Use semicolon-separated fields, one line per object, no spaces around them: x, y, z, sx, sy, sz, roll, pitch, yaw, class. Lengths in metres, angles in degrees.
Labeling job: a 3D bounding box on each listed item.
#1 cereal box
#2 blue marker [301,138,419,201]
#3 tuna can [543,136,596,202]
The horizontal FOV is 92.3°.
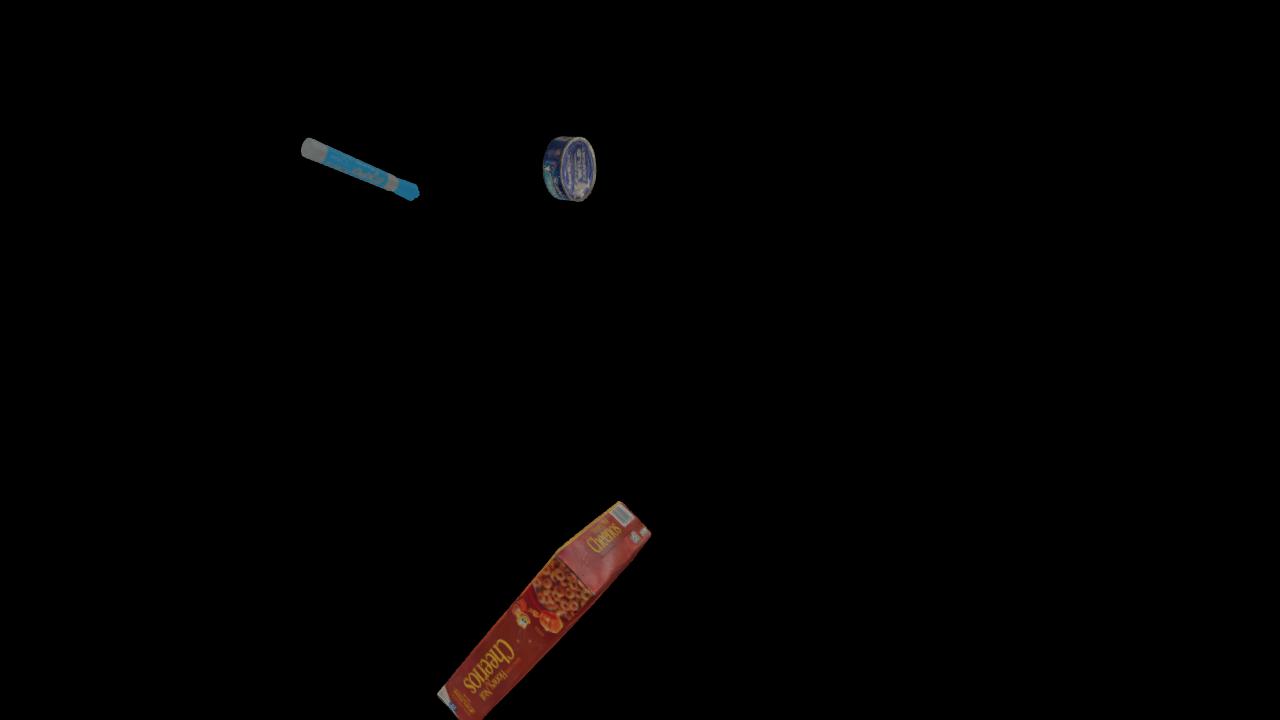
-0.131;0.354;0.870;0.081;0.306;0.203;43;20;12;cereal box
-0.272;-0.186;0.612;0.020;0.020;0.121;0;-8;33;blue marker
-0.095;-0.258;0.831;0.034;0.084;0.084;12;5;26;tuna can
